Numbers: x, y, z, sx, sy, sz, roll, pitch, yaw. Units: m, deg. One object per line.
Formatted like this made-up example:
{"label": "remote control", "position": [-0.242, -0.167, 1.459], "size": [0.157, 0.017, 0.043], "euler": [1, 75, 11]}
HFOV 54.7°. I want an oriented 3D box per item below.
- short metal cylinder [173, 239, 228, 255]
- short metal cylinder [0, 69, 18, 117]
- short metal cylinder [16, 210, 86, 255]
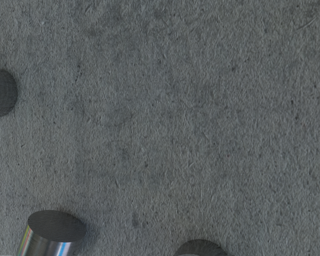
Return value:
{"label": "short metal cylinder", "position": [0.047, 0.185, 0.379], "size": [0.080, 0.050, 0.080], "euler": [0, 90, 20]}
{"label": "short metal cylinder", "position": [-0.278, -0.058, 0.494], "size": [0.080, 0.050, 0.080], "euler": [0, 90, 20]}
{"label": "short metal cylinder", "position": [-0.151, 0.158, 0.433], "size": [0.080, 0.080, 0.050], "euler": [24, 98, 18]}
